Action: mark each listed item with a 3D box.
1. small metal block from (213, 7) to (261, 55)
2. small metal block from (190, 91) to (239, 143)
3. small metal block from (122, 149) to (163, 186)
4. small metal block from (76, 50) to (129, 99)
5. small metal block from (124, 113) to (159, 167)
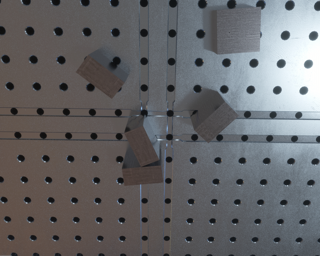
[{"bbox_3d":[0.091,-0.117,0.371,0.050,0.025,0.050,-4,110,1],"label":"small metal block"},{"bbox_3d":[0.068,-0.015,0.395,0.025,0.050,0.050,42,105,-14],"label":"small metal block"},{"bbox_3d":[-0.022,0.052,0.419,0.050,0.050,0.025,-5,110,2],"label":"small metal block"},{"bbox_3d":[-0.068,-0.066,0.375,0.050,0.050,0.025,37,106,-13],"label":"small metal block"},{"bbox_3d":[-0.022,0.014,0.405,0.025,0.050,0.050,-22,109,8],"label":"small metal block"}]
